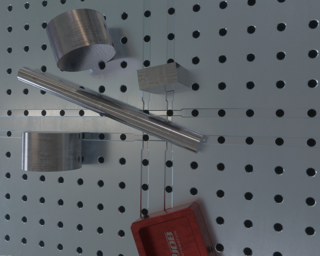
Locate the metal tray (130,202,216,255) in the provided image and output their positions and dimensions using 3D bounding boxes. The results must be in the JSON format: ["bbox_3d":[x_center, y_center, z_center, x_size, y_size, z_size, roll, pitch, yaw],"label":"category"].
[{"bbox_3d":[0.025,0.172,0.400,0.090,0.030,0.129,-21,83,18],"label":"metal tray"}]

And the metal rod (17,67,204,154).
[{"bbox_3d":[-0.082,-0.032,0.441,0.301,0.025,0.025,22,97,18],"label":"metal rod"}]

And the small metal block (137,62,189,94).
[{"bbox_3d":[0.005,-0.063,0.397,0.050,0.050,0.025,-8,87,20],"label":"small metal block"}]

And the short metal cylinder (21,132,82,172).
[{"bbox_3d":[-0.151,0.031,0.437,0.080,0.080,0.050,1,91,20],"label":"short metal cylinder"}]

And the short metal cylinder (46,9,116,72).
[{"bbox_3d":[-0.107,-0.117,0.421,0.080,0.080,0.050,-22,83,18],"label":"short metal cylinder"}]
